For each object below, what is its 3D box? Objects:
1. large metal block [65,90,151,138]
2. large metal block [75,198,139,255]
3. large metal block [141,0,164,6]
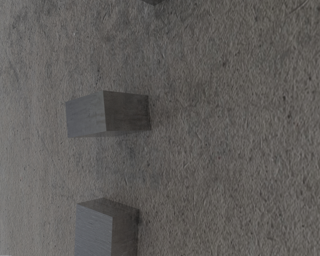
[{"bbox_3d":[-0.071,-0.016,0.428,0.080,0.081,0.050,-9,84,39],"label":"large metal block"},{"bbox_3d":[-0.079,0.154,0.454,0.080,0.050,0.079,5,93,40],"label":"large metal block"},{"bbox_3d":[0.001,-0.214,0.388,0.080,0.050,0.080,-12,82,39],"label":"large metal block"}]
